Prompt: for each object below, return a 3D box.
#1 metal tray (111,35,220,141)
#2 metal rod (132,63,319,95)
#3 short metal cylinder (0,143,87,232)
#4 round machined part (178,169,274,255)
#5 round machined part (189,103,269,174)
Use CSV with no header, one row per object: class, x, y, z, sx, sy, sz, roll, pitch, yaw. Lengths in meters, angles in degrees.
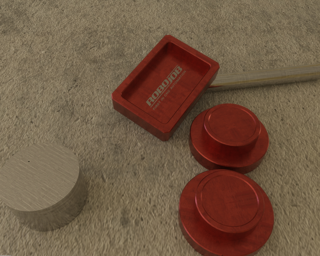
metal tray,0.009,-0.057,0.420,0.090,0.030,0.130,34,68,11
metal rod,0.098,-0.069,0.462,0.302,0.025,0.025,-7,51,-7
short metal cylinder,-0.123,0.063,0.333,0.081,0.050,0.080,0,50,0
round machined part,0.069,0.084,0.323,0.099,0.042,0.098,0,50,0
round machined part,0.087,0.007,0.387,0.099,0.042,0.098,0,50,0
